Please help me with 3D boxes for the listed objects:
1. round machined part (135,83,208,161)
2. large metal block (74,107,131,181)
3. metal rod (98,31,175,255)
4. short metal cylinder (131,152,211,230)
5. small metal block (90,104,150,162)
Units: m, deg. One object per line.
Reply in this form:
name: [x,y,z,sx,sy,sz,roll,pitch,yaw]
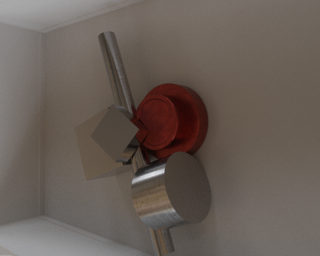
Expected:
round machined part: [0.007,-0.007,0.386,0.098,0.042,0.097,0,90,39]
large metal block: [-0.070,0.023,0.441,0.080,0.050,0.080,-26,74,37]
metal rod: [-0.035,0.010,0.404,0.025,0.025,0.299,-26,74,37]
short metal cylinder: [0.014,0.073,0.356,0.050,0.081,0.080,-26,74,37]
small metal block: [-0.049,0.007,0.381,0.050,0.025,0.050,42,104,24]
